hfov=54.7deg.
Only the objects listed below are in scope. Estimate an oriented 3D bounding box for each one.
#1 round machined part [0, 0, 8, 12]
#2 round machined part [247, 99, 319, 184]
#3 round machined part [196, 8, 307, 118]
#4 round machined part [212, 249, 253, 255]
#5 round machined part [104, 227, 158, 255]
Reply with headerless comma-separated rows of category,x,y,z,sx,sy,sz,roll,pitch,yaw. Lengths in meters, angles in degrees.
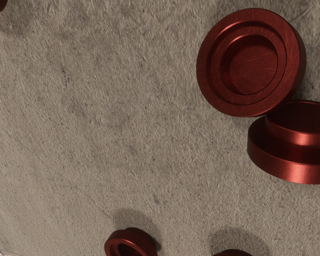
round machined part,-0.230,-0.195,0.394,0.098,0.042,0.097,13,124,20
round machined part,0.134,0.006,0.292,0.098,0.098,0.042,8,122,23
round machined part,0.087,-0.059,0.296,0.098,0.042,0.097,1,92,37
round machined part,0.118,0.225,0.472,0.098,0.042,0.097,13,124,20
round machined part,-0.046,0.217,0.553,0.098,0.042,0.097,13,124,20
